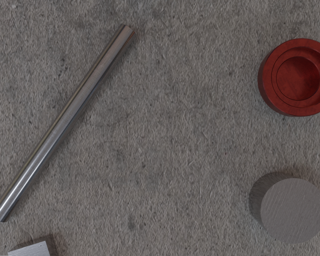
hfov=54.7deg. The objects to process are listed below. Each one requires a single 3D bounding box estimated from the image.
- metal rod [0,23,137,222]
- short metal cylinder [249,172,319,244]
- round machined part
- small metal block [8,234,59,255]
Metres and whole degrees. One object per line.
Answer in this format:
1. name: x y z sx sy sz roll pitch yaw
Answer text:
1. metal rod: -0.126 -0.007 0.408 0.025 0.025 0.299 35 90 -1
2. short metal cylinder: 0.162 0.100 0.400 0.081 0.050 0.079 0 90 -1
3. round machined part: 0.176 -0.063 0.404 0.099 0.042 0.097 0 90 -1
4. small metal block: -0.163 0.175 0.408 0.050 0.025 0.050 -17 90 -1
